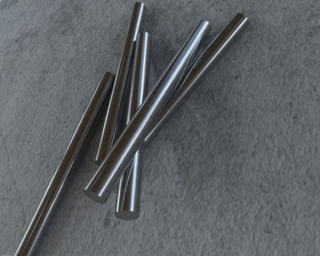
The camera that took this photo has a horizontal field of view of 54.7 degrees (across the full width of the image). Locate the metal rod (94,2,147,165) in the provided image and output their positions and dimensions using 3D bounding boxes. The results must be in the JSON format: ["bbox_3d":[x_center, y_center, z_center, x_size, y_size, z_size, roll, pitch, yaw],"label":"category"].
[{"bbox_3d":[-0.056,-0.083,0.482,0.025,0.025,0.299,-6,59,25],"label":"metal rod"}]

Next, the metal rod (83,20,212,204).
[{"bbox_3d":[0.001,-0.042,0.381,0.025,0.025,0.301,8,51,31],"label":"metal rod"}]

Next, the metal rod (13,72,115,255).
[{"bbox_3d":[-0.128,0.048,0.439,0.025,0.025,0.300,8,65,31],"label":"metal rod"}]

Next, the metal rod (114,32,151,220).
[{"bbox_3d":[-0.029,-0.028,0.406,0.025,0.025,0.300,-15,48,19],"label":"metal rod"}]

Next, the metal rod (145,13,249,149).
[{"bbox_3d":[0.020,-0.038,0.415,0.025,0.025,0.300,34,80,38],"label":"metal rod"}]
